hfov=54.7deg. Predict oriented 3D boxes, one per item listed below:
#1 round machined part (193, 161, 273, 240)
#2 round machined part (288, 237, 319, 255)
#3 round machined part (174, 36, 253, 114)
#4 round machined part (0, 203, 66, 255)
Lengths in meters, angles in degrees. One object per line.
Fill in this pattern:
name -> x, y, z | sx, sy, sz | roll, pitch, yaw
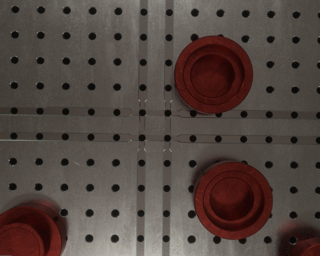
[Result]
round machined part -> 0.092, 0.091, 0.406 | 0.099, 0.042, 0.097 | 0, 90, -1
round machined part -> 0.211, 0.192, 0.408 | 0.099, 0.042, 0.097 | 0, 90, -1
round machined part -> 0.067, -0.067, 0.406 | 0.099, 0.042, 0.097 | 0, 90, -1
round machined part -> -0.177, 0.151, 0.403 | 0.099, 0.042, 0.097 | 0, 90, -1
